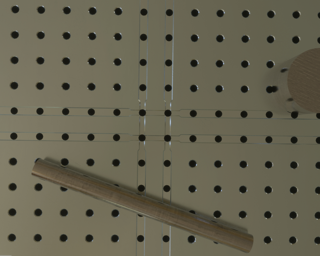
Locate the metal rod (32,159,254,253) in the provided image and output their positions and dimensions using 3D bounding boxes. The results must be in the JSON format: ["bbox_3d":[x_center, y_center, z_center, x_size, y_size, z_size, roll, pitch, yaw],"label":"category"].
[{"bbox_3d":[-0.022,0.104,0.413,0.302,0.025,0.025,20,90,-1],"label":"metal rod"}]

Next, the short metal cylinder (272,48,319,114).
[{"bbox_3d":[0.196,-0.058,0.403,0.081,0.050,0.079,0,90,-1],"label":"short metal cylinder"}]
